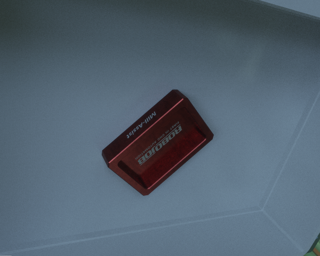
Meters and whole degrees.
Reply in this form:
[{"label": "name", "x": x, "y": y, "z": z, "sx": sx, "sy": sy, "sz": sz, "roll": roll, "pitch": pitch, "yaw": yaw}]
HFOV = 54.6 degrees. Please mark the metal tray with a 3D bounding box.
[{"label": "metal tray", "x": 0.000, "y": 0.022, "z": 0.418, "sx": 0.130, "sy": 0.030, "sz": 0.090, "roll": -41, "pitch": 129, "yaw": 0}]
